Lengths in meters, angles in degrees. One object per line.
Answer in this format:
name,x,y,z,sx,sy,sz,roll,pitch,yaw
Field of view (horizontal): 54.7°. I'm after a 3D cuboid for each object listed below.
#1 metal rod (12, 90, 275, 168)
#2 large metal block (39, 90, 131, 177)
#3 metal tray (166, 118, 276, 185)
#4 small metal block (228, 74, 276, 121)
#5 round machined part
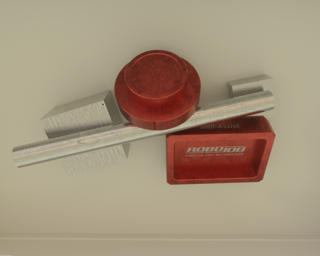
metal rod,-0.015,0.000,0.362,0.302,0.025,0.025,-13,110,-4
large metal block,-0.091,0.006,0.396,0.080,0.050,0.080,-17,110,5
metal tray,0.073,0.032,0.405,0.131,0.030,0.089,-2,130,-1
small metal block,0.118,-0.037,0.397,0.050,0.025,0.050,-11,110,3
round machined part,-0.003,-0.049,0.350,0.099,0.098,0.042,-4,151,1
